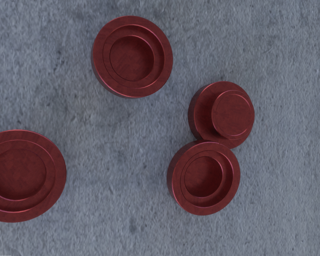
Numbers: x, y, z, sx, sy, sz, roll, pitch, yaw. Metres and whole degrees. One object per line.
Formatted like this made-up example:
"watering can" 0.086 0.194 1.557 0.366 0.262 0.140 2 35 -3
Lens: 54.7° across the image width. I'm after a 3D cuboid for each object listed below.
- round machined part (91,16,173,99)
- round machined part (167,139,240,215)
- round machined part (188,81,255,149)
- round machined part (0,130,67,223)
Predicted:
"round machined part" -0.037 -0.085 0.387 0.099 0.042 0.097 0 90 -21
"round machined part" 0.055 0.063 0.418 0.099 0.042 0.097 -2 97 -19
"round machined part" 0.093 -0.018 0.436 0.099 0.042 0.097 0 90 -21
"round machined part" -0.156 0.050 0.343 0.099 0.042 0.097 0 90 -21
